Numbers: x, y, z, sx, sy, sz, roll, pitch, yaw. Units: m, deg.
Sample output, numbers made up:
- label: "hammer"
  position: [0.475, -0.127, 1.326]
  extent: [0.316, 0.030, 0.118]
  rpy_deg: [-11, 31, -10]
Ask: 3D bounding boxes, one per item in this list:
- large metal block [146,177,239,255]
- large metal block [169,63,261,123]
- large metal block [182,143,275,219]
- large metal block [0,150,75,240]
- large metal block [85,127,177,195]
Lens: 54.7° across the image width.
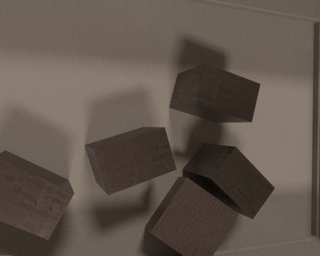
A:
- label: "large metal block"
  position: [0.040, 0.120, 0.404]
  extent: [0.080, 0.050, 0.080]
  rpy_deg: [36, 78, -2]
- label: "large metal block"
  position: [0.069, -0.042, 0.408]
  extent: [0.081, 0.080, 0.050]
  rpy_deg: [16, 85, -20]
- label: "large metal block"
  position: [0.089, 0.068, 0.416]
  extent: [0.080, 0.080, 0.050]
  rpy_deg: [45, 76, -15]
- label: "large metal block"
  position: [-0.144, 0.067, 0.329]
  extent: [0.080, 0.080, 0.050]
  rpy_deg: [31, 80, -18]
- label: "large metal block"
  position: [-0.038, 0.034, 0.368]
  extent: [0.081, 0.080, 0.050]
  rpy_deg: [-18, 96, -20]
